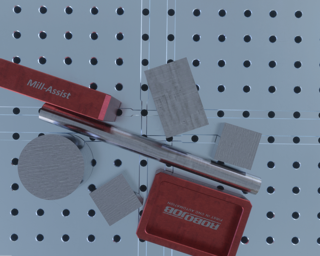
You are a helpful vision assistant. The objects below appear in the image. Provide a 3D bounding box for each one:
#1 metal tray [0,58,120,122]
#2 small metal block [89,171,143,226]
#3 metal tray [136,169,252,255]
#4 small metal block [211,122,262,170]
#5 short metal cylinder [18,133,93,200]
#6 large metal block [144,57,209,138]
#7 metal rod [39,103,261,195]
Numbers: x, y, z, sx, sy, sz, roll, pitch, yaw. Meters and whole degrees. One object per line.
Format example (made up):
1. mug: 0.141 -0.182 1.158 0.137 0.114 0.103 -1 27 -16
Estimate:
1. metal tray: -0.120 -0.042 0.379 0.131 0.090 0.030 19 90 0
2. small metal block: -0.057 0.093 0.413 0.050 0.025 0.050 -32 90 0
3. metal tray: 0.044 0.117 0.411 0.131 0.030 0.090 18 90 0
4. small metal block: 0.101 0.024 0.414 0.050 0.025 0.050 17 90 0
5. short metal cylinder: -0.132 0.047 0.399 0.081 0.050 0.080 0 90 0
6. large metal block: 0.019 -0.034 0.387 0.050 0.080 0.080 -19 90 0
7. metal rod: -0.012 0.028 0.413 0.301 0.025 0.025 19 90 0
